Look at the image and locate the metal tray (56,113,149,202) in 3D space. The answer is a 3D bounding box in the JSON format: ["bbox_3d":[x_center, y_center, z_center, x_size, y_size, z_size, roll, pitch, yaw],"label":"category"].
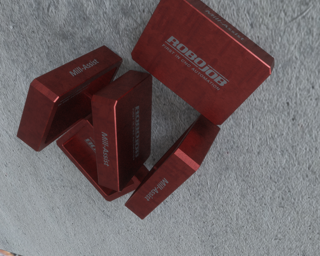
[{"bbox_3d":[-0.089,0.046,0.478,0.090,0.030,0.130,-32,101,38],"label":"metal tray"}]

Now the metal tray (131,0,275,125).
[{"bbox_3d":[0.043,-0.075,0.335,0.130,0.030,0.089,39,129,1],"label":"metal tray"}]

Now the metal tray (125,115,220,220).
[{"bbox_3d":[0.014,0.049,0.388,0.030,0.090,0.129,40,129,1],"label":"metal tray"}]

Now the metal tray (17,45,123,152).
[{"bbox_3d":[-0.103,-0.039,0.369,0.030,0.131,0.089,37,129,3],"label":"metal tray"}]

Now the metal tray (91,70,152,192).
[{"bbox_3d":[-0.044,0.003,0.389,0.030,0.090,0.129,15,125,19],"label":"metal tray"}]
